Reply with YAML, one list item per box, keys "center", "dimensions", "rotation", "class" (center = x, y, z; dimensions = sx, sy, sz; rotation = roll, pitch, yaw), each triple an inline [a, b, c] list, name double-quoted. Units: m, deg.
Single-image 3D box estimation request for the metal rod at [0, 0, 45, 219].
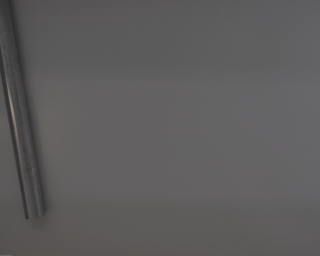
- center: [-0.190, -0.030, 0.410]
  dimensions: [0.025, 0.025, 0.298]
  rotation: [-10, 90, 0]
  class: "metal rod"
